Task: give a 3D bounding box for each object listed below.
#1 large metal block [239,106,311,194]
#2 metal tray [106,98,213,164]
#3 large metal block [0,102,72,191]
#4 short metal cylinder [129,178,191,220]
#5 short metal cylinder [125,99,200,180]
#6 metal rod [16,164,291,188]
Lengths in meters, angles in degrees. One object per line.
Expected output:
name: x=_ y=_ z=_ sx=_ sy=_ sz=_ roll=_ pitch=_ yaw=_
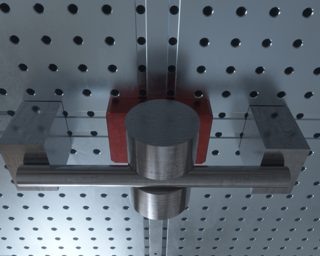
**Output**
large metal block: x=0.141 y=0.028 z=0.399 sx=0.050 sy=0.080 sz=0.079 roll=1 pitch=130 yaw=-1
metal tray: x=-0.001 y=0.006 z=0.413 sx=0.131 sy=0.030 sz=0.089 roll=1 pitch=130 yaw=-1
large metal block: x=-0.152 y=0.022 z=0.391 sx=0.050 sy=0.080 sz=0.079 roll=1 pitch=130 yaw=-1
short metal cylinder: x=0.000 y=0.068 z=0.394 sx=0.081 sy=0.080 sz=0.050 roll=1 pitch=130 yaw=-1
short metal cylinder: x=0.002 y=0.011 z=0.346 sx=0.081 sy=0.080 sz=0.050 roll=1 pitch=130 yaw=-1
metal rod: x=-0.006 y=0.055 z=0.352 sx=0.302 sy=0.025 sz=0.025 roll=0 pitch=130 yaw=-1
